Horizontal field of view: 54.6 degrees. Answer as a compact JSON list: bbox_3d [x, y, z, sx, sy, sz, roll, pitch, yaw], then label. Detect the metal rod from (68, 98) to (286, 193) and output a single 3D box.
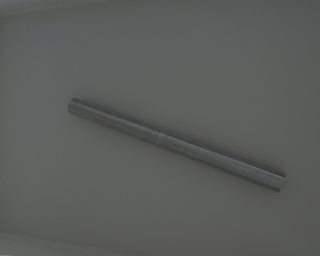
[{"bbox_3d":[0.007,0.016,0.406,0.301,0.025,0.025,20,97,19],"label":"metal rod"}]
